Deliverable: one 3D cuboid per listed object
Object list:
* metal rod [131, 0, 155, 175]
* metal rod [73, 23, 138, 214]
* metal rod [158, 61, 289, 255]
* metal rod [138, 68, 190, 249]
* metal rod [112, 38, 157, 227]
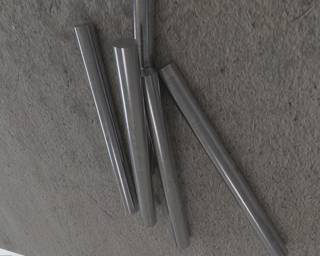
[{"bbox_3d":[-0.019,-0.062,0.377,0.025,0.025,0.298,14,124,20],"label":"metal rod"},{"bbox_3d":[-0.070,0.004,0.446,0.025,0.025,0.298,4,121,26],"label":"metal rod"},{"bbox_3d":[0.085,0.051,0.393,0.025,0.025,0.299,-24,106,36],"label":"metal rod"},{"bbox_3d":[0.011,0.062,0.425,0.025,0.025,0.298,5,125,26],"label":"metal rod"},{"bbox_3d":[-0.026,0.032,0.397,0.025,0.025,0.298,13,132,21],"label":"metal rod"}]
